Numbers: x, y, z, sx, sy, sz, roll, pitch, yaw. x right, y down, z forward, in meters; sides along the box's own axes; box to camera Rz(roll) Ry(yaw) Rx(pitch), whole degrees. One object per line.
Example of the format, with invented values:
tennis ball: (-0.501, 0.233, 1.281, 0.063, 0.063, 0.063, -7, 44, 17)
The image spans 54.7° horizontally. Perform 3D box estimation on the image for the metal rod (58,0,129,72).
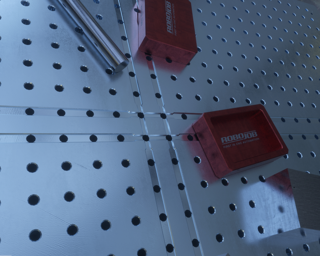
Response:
metal rod: (-0.146, -0.202, 0.453, 0.025, 0.025, 0.300, -33, 80, -38)

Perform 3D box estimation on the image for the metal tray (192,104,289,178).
metal tray: (0.122, 0.015, 0.463, 0.131, 0.030, 0.090, -10, 67, -33)

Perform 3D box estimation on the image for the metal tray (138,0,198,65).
metal tray: (0.011, -0.175, 0.519, 0.091, 0.030, 0.130, 11, 57, -23)

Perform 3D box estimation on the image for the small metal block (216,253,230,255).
small metal block: (0.051, 0.161, 0.323, 0.050, 0.050, 0.025, -34, 81, -38)

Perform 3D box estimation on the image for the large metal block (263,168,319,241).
large metal block: (0.200, 0.109, 0.436, 0.081, 0.050, 0.080, 14, 56, -21)
